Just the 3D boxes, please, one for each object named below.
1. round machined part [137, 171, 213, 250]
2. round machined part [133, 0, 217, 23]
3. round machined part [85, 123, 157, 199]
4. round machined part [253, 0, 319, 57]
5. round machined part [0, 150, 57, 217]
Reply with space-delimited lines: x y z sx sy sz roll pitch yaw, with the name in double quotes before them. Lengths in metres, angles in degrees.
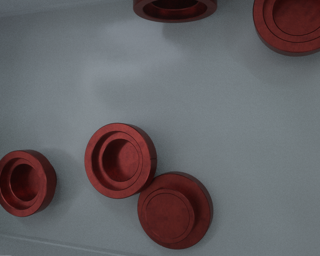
"round machined part" 0.016 0.107 0.396 0.098 0.042 0.097 0 90 20
"round machined part" 0.018 -0.160 0.365 0.098 0.098 0.042 0 92 20
"round machined part" -0.048 0.043 0.416 0.098 0.042 0.097 -1 87 22
"round machined part" 0.156 -0.128 0.346 0.098 0.042 0.097 0 90 20
"round machined part" -0.198 0.081 0.472 0.098 0.042 0.097 0 90 20
